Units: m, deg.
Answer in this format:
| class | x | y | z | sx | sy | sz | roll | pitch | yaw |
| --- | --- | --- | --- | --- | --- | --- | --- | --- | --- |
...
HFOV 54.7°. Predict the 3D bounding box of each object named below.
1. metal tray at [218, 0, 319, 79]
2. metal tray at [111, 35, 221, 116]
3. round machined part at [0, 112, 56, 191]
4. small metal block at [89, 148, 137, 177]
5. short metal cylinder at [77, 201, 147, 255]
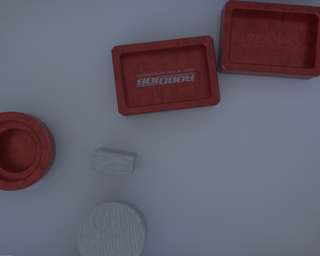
| class | x | y | z | sx | sy | sz | roll | pitch | yaw |
| --- | --- | --- | --- | --- | --- | --- | --- | --- | --- |
| metal tray | 0.146 | -0.115 | 0.410 | 0.131 | 0.030 | 0.089 | 4 | 90 | -1 |
| metal tray | 0.008 | -0.067 | 0.408 | 0.131 | 0.030 | 0.089 | -7 | 90 | -1 |
| round machined part | -0.184 | 0.028 | 0.401 | 0.099 | 0.042 | 0.097 | 0 | 90 | -1 |
| small metal block | -0.058 | 0.043 | 0.398 | 0.050 | 0.050 | 0.025 | 10 | 90 | -1 |
| short metal cylinder | -0.058 | 0.134 | 0.391 | 0.081 | 0.050 | 0.080 | 0 | 79 | 0 |
